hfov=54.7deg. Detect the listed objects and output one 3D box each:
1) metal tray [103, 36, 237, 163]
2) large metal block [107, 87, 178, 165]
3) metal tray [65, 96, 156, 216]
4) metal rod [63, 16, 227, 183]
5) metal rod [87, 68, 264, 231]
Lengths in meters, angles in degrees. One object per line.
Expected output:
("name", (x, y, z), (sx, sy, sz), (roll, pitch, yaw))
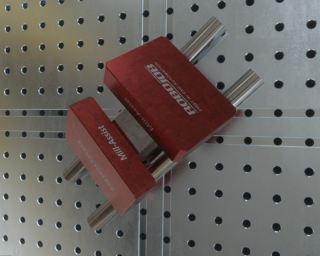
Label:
("metal tray", (0.010, -0.037, 0.350), (0.091, 0.030, 0.130), (-34, 75, -29))
("large metal block", (-0.013, -0.002, 0.386), (0.080, 0.080, 0.050), (-44, 77, 14))
("metal tray", (-0.066, 0.037, 0.377), (0.130, 0.030, 0.090), (52, 149, 12))
("metal rod", (-0.030, -0.030, 0.422), (0.299, 0.025, 0.025), (-44, 77, 14))
("metal rod", (0.011, 0.037, 0.408), (0.299, 0.025, 0.025), (-43, 77, 14))
